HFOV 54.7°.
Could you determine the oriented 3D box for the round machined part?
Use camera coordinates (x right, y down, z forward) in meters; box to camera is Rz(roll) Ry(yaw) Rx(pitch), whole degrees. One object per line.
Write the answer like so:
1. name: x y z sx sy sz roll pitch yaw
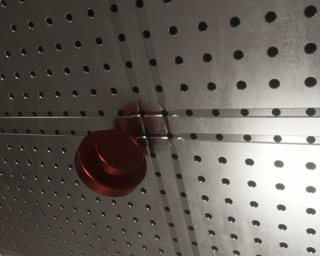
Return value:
1. round machined part: -0.061 0.040 0.419 0.098 0.098 0.042 38 129 2
